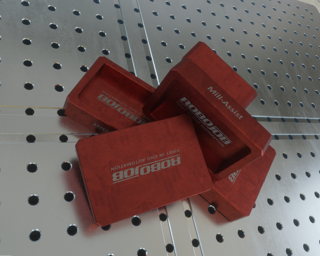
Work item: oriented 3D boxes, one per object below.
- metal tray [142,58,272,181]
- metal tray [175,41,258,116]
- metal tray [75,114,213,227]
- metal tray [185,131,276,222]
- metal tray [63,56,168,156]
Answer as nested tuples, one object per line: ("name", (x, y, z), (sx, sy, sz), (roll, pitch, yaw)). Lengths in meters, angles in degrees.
("metal tray", (0.049, -0.006, 0.359), (0.130, 0.090, 0.030), (44, 51, 1))
("metal tray", (0.061, -0.049, 0.406), (0.090, 0.130, 0.030), (43, 79, 1))
("metal tray", (-0.017, 0.043, 0.340), (0.131, 0.030, 0.090), (-14, 79, -19))
("metal tray", (0.101, 0.050, 0.429), (0.090, 0.030, 0.131), (42, 51, 0))
("metal tray", (-0.043, -0.025, 0.398), (0.130, 0.030, 0.090), (31, 51, -8))
